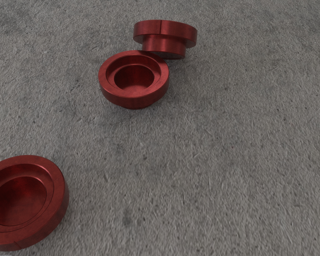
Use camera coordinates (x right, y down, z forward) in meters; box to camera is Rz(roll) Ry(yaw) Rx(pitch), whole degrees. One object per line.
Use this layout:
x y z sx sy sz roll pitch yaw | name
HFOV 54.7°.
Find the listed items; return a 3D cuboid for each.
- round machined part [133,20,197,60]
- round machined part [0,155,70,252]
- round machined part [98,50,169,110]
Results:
0.007 -0.132 0.481 0.099 0.098 0.042 6 94 4 | round machined part
-0.145 0.080 0.324 0.099 0.042 0.098 0 50 0 | round machined part
-0.036 -0.065 0.445 0.099 0.042 0.098 0 52 1 | round machined part
